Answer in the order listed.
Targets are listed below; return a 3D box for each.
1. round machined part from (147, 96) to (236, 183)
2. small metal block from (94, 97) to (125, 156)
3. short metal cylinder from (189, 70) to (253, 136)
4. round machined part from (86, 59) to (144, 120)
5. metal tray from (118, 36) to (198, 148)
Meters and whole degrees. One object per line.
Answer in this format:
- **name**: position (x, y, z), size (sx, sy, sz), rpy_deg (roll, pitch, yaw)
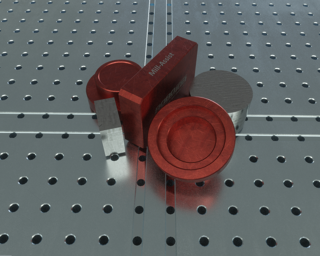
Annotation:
- **round machined part**: position (0.038, 0.016, 0.364), size (0.098, 0.042, 0.098), rpy_deg (-3, 71, 10)
- **small metal block**: position (-0.063, -0.001, 0.386), size (0.025, 0.050, 0.050), rpy_deg (-12, 51, -10)
- **short metal cylinder**: position (0.078, -0.032, 0.414), size (0.081, 0.050, 0.080), rpy_deg (0, 50, 0)
- **round machined part**: position (-0.056, -0.061, 0.441), size (0.099, 0.042, 0.098), rpy_deg (0, 50, 0)
- **metal tray**: position (0.002, -0.047, 0.400), size (0.030, 0.089, 0.130), rpy_deg (26, 55, 20)
